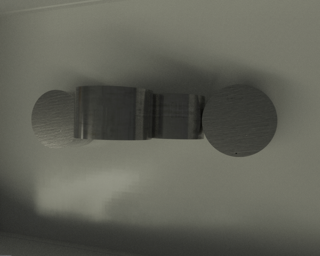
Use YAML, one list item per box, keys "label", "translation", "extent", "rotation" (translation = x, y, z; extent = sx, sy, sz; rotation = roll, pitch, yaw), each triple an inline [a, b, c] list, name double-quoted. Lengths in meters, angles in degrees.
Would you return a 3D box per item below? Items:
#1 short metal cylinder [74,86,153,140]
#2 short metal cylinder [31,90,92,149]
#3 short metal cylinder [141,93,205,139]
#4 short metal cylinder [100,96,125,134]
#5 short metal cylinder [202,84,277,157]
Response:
- label: "short metal cylinder"
  translation: [-0.048, -0.014, 0.323]
  extent: [0.080, 0.080, 0.050]
  rotation: [2, 91, 20]
- label: "short metal cylinder"
  translation: [-0.133, -0.012, 0.442]
  extent: [0.080, 0.050, 0.080]
  rotation: [0, 90, 20]
- label: "short metal cylinder"
  translation: [0.014, -0.013, 0.374]
  extent: [0.080, 0.080, 0.050]
  rotation: [2, 91, 20]
- label: "short metal cylinder"
  translation: [-0.062, -0.016, 0.401]
  extent: [0.080, 0.080, 0.050]
  rotation: [2, 91, 20]
- label: "short metal cylinder"
  translation: [0.094, -0.008, 0.362]
  extent: [0.080, 0.050, 0.080]
  rotation: [0, 90, 20]
